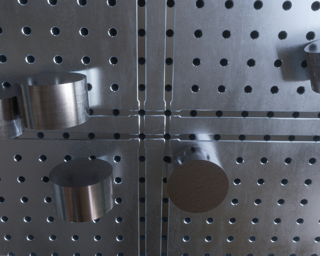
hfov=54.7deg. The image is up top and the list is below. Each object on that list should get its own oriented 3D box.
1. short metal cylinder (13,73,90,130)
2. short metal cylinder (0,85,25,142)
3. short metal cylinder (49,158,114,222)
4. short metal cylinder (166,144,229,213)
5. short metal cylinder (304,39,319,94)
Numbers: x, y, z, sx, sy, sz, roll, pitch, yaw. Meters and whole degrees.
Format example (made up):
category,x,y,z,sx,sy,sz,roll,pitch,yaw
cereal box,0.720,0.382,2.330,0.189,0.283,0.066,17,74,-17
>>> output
category,x,y,z,sx,sy,sz,roll,pitch,yaw
short metal cylinder,-0.127,-0.035,0.369,0.081,0.080,0.050,0,110,0
short metal cylinder,-0.210,-0.019,0.374,0.081,0.080,0.050,3,110,-2
short metal cylinder,-0.102,0.080,0.412,0.081,0.080,0.050,0,110,-1
short metal cylinder,0.049,0.069,0.426,0.081,0.050,0.079,0,110,-1
short metal cylinder,0.215,-0.078,0.359,0.080,0.080,0.050,-18,109,6
